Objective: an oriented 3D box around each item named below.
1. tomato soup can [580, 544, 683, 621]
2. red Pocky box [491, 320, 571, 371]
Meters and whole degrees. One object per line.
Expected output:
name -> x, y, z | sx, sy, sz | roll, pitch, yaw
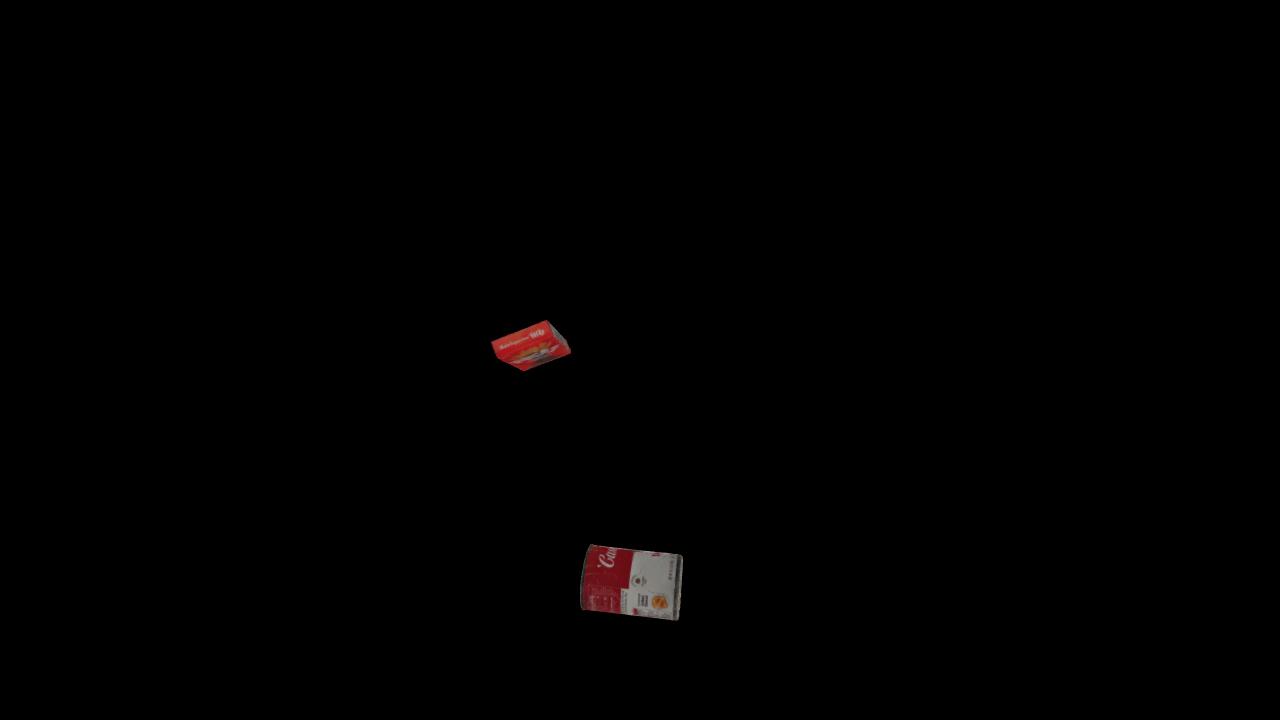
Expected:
tomato soup can -> -0.007, 0.235, 0.649 | 0.101, 0.068, 0.068 | 4, 1, 7
red Pocky box -> -0.152, -0.017, 0.884 | 0.083, 0.028, 0.155 | -21, -8, 0
